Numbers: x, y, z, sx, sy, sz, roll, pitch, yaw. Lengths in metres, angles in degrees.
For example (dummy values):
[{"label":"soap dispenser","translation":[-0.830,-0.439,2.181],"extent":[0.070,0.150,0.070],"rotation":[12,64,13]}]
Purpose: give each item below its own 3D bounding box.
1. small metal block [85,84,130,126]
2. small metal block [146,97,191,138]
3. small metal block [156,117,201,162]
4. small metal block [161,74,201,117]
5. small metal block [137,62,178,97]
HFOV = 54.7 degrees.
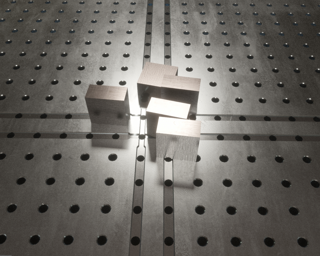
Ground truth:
[{"label":"small metal block","translation":[-0.069,-0.030,0.416],"extent":[0.050,0.050,0.025],"rotation":[5,50,3]},{"label":"small metal block","translation":[0.010,-0.009,0.399],"extent":[0.050,0.050,0.025],"rotation":[11,51,9]},{"label":"small metal block","translation":[0.022,0.014,0.380],"extent":[0.050,0.050,0.025],"rotation":[6,51,5]},{"label":"small metal block","translation":[0.028,-0.044,0.429],"extent":[0.050,0.050,0.025],"rotation":[8,51,6]},{"label":"small metal block","translation":[-0.003,-0.071,0.467],"extent":[0.050,0.025,0.050],"rotation":[11,51,8]}]
